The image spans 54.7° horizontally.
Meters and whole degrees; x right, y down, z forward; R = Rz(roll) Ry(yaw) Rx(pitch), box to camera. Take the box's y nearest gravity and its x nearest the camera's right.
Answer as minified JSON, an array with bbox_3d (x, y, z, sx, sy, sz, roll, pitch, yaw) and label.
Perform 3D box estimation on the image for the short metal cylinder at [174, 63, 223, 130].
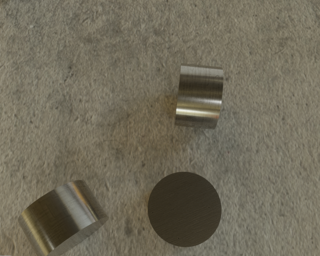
[{"bbox_3d":[0.048,-0.040,0.394,0.050,0.080,0.080,6,70,2],"label":"short metal cylinder"}]

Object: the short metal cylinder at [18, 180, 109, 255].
[{"bbox_3d":[-0.105,0.102,0.341,0.080,0.080,0.050,-34,74,-12],"label":"short metal cylinder"}]

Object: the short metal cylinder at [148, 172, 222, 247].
[{"bbox_3d":[0.027,0.095,0.360,0.081,0.050,0.080,0,70,0],"label":"short metal cylinder"}]
